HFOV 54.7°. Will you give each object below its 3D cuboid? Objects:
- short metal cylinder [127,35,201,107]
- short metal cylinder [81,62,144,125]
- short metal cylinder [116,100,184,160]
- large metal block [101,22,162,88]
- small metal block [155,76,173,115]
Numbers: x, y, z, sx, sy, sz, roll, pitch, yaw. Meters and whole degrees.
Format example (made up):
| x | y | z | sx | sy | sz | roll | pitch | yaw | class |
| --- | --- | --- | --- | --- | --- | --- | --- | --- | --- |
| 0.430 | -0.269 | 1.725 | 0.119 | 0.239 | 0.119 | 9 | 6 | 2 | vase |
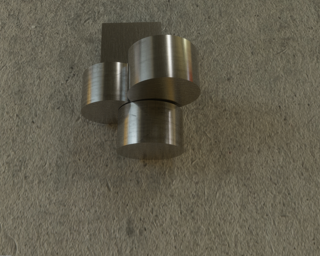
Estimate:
| x | y | z | sx | sy | sz | roll | pitch | yaw | class |
| --- | --- | --- | --- | --- | --- | --- | --- | --- | --- |
| 0.003 | -0.060 | 0.350 | 0.081 | 0.080 | 0.050 | -2 | 70 | -1 | short metal cylinder |
| -0.058 | -0.041 | 0.396 | 0.081 | 0.080 | 0.050 | -2 | 70 | -1 | short metal cylinder |
| -0.012 | 0.005 | 0.379 | 0.081 | 0.080 | 0.050 | 0 | 70 | 0 | short metal cylinder |
| -0.038 | -0.098 | 0.433 | 0.081 | 0.050 | 0.080 | -2 | 70 | -1 | large metal block |
| 0.007 | -0.036 | 0.412 | 0.025 | 0.050 | 0.050 | 1 | 70 | 0 | small metal block |
